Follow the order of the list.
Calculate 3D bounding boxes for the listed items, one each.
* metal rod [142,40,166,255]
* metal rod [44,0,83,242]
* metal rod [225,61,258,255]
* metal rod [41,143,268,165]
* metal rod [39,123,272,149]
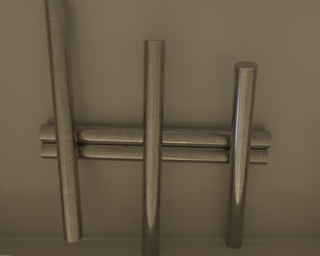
[{"bbox_3d":[-0.010,0.041,0.399,0.025,0.025,0.298,1,110,-1],"label":"metal rod"},{"bbox_3d":[-0.117,0.000,0.383,0.025,0.025,0.298,-1,102,0],"label":"metal rod"},{"bbox_3d":[0.104,0.061,0.410,0.025,0.025,0.298,-4,119,1],"label":"metal rod"},{"bbox_3d":[-0.006,0.034,0.423,0.302,0.025,0.025,2,110,-1],"label":"metal rod"},{"bbox_3d":[-0.005,0.011,0.414,0.302,0.025,0.025,2,110,-1],"label":"metal rod"}]
